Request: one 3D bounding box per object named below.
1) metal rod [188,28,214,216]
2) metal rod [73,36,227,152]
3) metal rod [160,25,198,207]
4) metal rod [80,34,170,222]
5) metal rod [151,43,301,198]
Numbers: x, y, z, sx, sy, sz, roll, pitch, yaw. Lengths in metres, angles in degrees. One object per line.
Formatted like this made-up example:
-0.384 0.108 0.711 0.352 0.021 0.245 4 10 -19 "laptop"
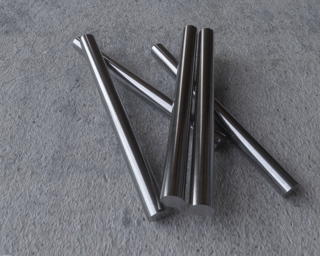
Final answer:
0.057 -0.034 0.398 0.025 0.025 0.300 5 50 4 "metal rod"
-0.030 -0.061 0.454 0.300 0.025 0.025 37 59 27 "metal rod"
0.030 -0.041 0.403 0.025 0.025 0.300 5 50 4 "metal rod"
-0.057 -0.022 0.404 0.025 0.025 0.299 -17 57 -14 "metal rod"
0.071 -0.029 0.427 0.025 0.025 0.300 -24 54 -19 "metal rod"
